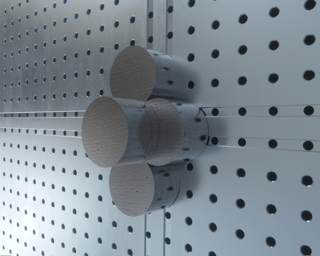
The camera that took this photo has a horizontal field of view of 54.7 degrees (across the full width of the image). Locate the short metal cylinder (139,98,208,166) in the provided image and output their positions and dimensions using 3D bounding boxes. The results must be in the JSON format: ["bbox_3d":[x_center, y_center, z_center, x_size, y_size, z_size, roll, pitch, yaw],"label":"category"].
[{"bbox_3d":[0.012,0.004,0.383,0.080,0.050,0.080,0,90,40],"label":"short metal cylinder"}]

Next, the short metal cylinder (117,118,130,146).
[{"bbox_3d":[-0.053,0.004,0.437,0.080,0.050,0.079,0,90,40],"label":"short metal cylinder"}]

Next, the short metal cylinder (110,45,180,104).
[{"bbox_3d":[-0.021,-0.064,0.410,0.080,0.050,0.079,0,90,39],"label":"short metal cylinder"}]

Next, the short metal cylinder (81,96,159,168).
[{"bbox_3d":[-0.048,0.004,0.366,0.080,0.050,0.079,0,90,40],"label":"short metal cylinder"}]

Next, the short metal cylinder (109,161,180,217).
[{"bbox_3d":[-0.022,0.072,0.410,0.080,0.050,0.080,-2,87,39],"label":"short metal cylinder"}]
